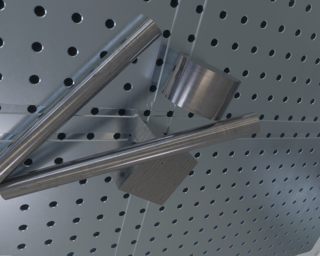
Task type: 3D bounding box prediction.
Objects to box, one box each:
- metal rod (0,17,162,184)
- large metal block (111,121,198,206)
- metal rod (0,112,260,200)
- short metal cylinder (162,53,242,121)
[{"bbox_3d":[-0.117,-0.010,0.340,0.300,0.025,0.025,-42,130,1],"label":"metal rod"},{"bbox_3d":[-0.010,0.050,0.421,0.080,0.050,0.080,32,101,-38],"label":"large metal block"},{"bbox_3d":[-0.034,0.032,0.359,0.302,0.025,0.025,-15,127,0],"label":"metal rod"},{"bbox_3d":[0.049,-0.050,0.372,0.081,0.080,0.050,13,112,-34],"label":"short metal cylinder"}]
